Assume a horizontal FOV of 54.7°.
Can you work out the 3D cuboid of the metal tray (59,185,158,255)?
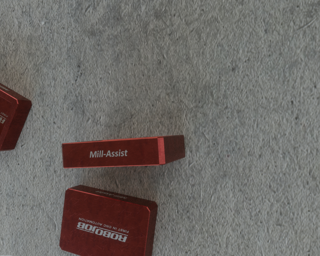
[{"bbox_3d":[-0.073,0.137,0.432,0.130,0.030,0.089,8,93,19],"label":"metal tray"}]

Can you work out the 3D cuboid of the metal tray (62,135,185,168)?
[{"bbox_3d":[-0.043,0.029,0.389,0.130,0.090,0.030,-4,89,20],"label":"metal tray"}]

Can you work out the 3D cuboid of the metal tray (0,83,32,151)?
[{"bbox_3d":[-0.280,-0.030,0.505,0.130,0.030,0.090,28,99,17],"label":"metal tray"}]
